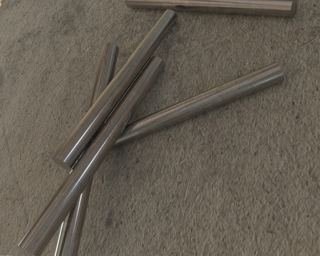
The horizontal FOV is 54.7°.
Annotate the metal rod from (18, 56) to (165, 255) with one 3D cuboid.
[{"bbox_3d":[-0.068,0.013,0.389,0.025,0.025,0.301,8,53,32],"label":"metal rod"}]

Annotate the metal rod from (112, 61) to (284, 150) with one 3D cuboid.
[{"bbox_3d":[0.009,-0.014,0.407,0.301,0.025,0.025,-22,54,14],"label":"metal rod"}]

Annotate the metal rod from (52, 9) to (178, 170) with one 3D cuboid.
[{"bbox_3d":[-0.048,-0.071,0.434,0.025,0.025,0.301,9,54,32],"label":"metal rod"}]

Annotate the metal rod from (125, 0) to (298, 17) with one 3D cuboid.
[{"bbox_3d":[0.060,-0.198,0.494,0.300,0.025,0.025,19,72,35],"label":"metal rod"}]

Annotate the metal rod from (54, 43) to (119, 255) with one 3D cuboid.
[{"bbox_3d":[-0.091,0.011,0.411,0.025,0.025,0.299,-6,61,25],"label":"metal rod"}]
